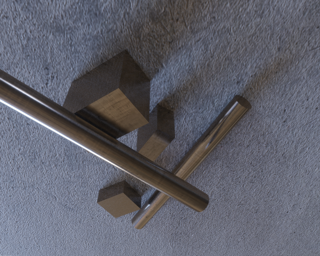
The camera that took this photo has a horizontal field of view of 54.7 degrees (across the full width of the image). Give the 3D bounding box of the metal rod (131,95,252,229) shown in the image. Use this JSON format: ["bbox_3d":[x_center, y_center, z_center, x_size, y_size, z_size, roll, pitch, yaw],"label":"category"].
[{"bbox_3d":[0.032,0.068,0.465,0.025,0.025,0.298,22,127,-18],"label":"metal rod"}]

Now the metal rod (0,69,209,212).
[{"bbox_3d":[-0.061,0.016,0.314,0.301,0.025,0.025,34,122,-26],"label":"metal rod"}]

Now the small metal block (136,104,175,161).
[{"bbox_3d":[-0.006,0.006,0.396,0.025,0.050,0.050,26,125,-20],"label":"small metal block"}]

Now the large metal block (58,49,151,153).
[{"bbox_3d":[-0.059,-0.030,0.344,0.080,0.080,0.050,-26,126,20],"label":"large metal block"}]

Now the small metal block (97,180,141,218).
[{"bbox_3d":[-0.066,0.117,0.506,0.050,0.025,0.050,-24,127,19],"label":"small metal block"}]
